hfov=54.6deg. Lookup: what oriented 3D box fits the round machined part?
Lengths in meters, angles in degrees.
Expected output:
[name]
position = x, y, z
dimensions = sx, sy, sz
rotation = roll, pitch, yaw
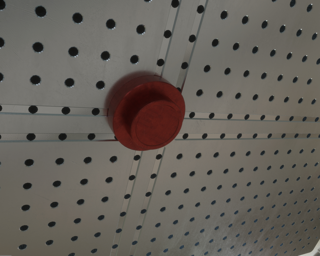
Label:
[round machined part]
position = -0.011, -0.012, 0.386
dimensions = 0.099, 0.042, 0.097
rotation = -14, 124, -21
